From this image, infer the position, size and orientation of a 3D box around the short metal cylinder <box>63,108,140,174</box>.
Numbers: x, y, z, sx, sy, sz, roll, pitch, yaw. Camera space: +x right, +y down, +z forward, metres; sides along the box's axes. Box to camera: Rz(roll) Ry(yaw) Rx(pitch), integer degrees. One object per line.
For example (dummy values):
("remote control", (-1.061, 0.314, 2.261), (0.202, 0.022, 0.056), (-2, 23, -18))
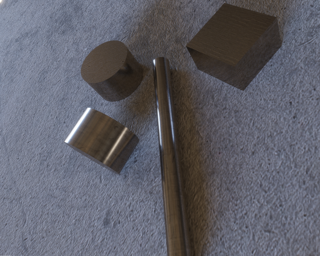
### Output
("short metal cylinder", (-0.074, 0.017, 0.395), (0.080, 0.080, 0.050), (20, 73, 35))

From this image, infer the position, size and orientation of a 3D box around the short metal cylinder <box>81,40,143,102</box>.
("short metal cylinder", (-0.073, -0.088, 0.478), (0.080, 0.050, 0.080), (-13, 56, 20))

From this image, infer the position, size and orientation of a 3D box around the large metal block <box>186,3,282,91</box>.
("large metal block", (0.096, -0.107, 0.402), (0.080, 0.050, 0.080), (-49, 52, -7))

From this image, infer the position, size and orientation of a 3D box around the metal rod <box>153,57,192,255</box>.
("metal rod", (0.012, 0.028, 0.379), (0.025, 0.025, 0.299), (-17, 55, 18))
